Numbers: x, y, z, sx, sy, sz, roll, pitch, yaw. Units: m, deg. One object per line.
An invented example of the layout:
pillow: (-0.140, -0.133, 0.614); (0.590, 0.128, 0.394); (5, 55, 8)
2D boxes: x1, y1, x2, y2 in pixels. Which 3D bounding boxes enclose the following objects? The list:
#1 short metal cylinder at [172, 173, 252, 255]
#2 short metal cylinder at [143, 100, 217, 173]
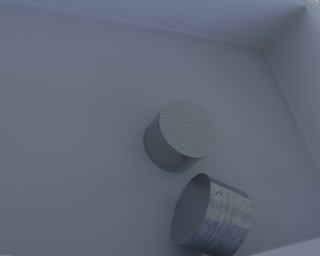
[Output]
short metal cylinder: (0.055, 0.097, 0.343); (0.050, 0.080, 0.080); (26, 53, -13)
short metal cylinder: (0.025, 0.011, 0.398); (0.081, 0.050, 0.080); (14, 56, -21)
